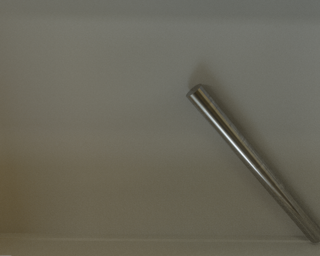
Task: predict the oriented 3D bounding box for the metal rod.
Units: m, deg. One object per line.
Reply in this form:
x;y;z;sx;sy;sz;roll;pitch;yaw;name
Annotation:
0.141;0.058;0.433;0.025;0.025;0.300;-39;106;13;metal rod
